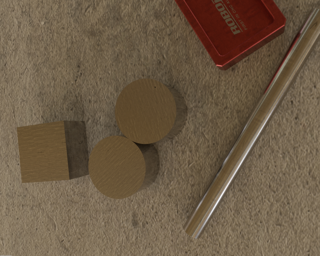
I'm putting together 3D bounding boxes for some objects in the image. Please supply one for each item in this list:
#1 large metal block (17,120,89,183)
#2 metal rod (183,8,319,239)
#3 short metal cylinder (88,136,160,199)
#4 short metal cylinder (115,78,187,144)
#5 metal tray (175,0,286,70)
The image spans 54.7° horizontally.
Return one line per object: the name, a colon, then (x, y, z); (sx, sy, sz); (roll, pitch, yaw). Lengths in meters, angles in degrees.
large metal block: (-0.154, 0.034, 0.450); (0.080, 0.050, 0.080); (-7, 88, 19)
metal rod: (0.110, 0.003, 0.370); (0.025, 0.025, 0.299); (31, 100, 17)
short metal cylinder: (-0.047, 0.049, 0.412); (0.080, 0.050, 0.080); (0, 90, 20)
short metal cylinder: (-0.010, -0.020, 0.399); (0.080, 0.050, 0.080); (0, 90, 20)
metal tray: (0.079, -0.148, 0.378); (0.090, 0.030, 0.130); (-33, 80, 17)
